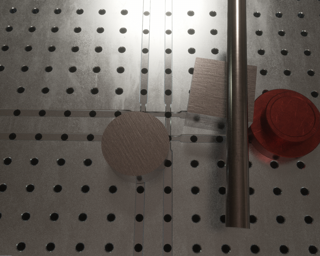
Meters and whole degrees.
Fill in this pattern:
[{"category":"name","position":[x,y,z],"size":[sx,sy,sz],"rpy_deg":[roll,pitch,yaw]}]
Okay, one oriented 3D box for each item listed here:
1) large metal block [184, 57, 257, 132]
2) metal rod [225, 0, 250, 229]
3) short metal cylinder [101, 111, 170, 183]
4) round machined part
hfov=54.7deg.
[{"category":"large metal block","position":[0.080,-0.042,0.415],"size":[0.080,0.050,0.080],"rpy_deg":[9,70,3]},{"category":"metal rod","position":[0.093,-0.036,0.372],"size":[0.025,0.025,0.299],"rpy_deg":[5,70,1]},{"category":"short metal cylinder","position":[-0.029,0.025,0.389],"size":[0.081,0.050,0.080],"rpy_deg":[0,70,0]},{"category":"round machined part","position":[0.167,-0.008,0.408],"size":[0.099,0.042,0.098],"rpy_deg":[0,70,-1]}]
